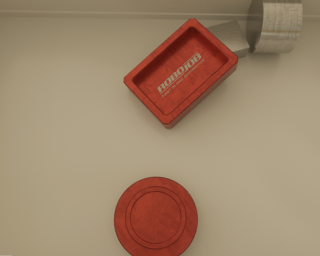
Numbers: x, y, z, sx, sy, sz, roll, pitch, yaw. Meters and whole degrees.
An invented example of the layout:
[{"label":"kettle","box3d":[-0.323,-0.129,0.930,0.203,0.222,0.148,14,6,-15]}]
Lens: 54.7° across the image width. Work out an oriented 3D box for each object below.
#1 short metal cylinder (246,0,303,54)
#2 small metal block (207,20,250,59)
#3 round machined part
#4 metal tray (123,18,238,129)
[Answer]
[{"label":"short metal cylinder","box3d":[0.158,-0.146,0.436,0.050,0.080,0.080,1,70,0]},{"label":"small metal block","box3d":[0.097,-0.126,0.457,0.050,0.025,0.050,-16,71,-6]},{"label":"round machined part","box3d":[-0.005,0.105,0.362,0.099,0.042,0.098,0,70,-1]},{"label":"metal tray","box3d":[0.028,-0.074,0.420,0.130,0.030,0.090,-42,76,-2]}]
